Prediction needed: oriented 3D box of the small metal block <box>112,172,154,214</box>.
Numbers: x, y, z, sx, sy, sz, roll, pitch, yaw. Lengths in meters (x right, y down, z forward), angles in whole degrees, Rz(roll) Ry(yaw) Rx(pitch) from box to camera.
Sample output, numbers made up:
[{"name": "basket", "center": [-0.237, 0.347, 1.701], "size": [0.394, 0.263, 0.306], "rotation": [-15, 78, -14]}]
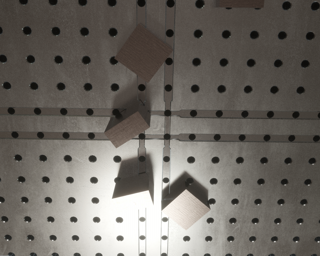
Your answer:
[{"name": "small metal block", "center": [-0.036, 0.090, 0.433], "size": [0.050, 0.050, 0.025], "rotation": [-14, 110, 5]}]

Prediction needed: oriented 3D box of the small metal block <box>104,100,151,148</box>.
[{"name": "small metal block", "center": [-0.040, -0.006, 0.397], "size": [0.050, 0.050, 0.025], "rotation": [-32, 107, 11]}]

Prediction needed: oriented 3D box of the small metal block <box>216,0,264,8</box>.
[{"name": "small metal block", "center": [0.093, -0.164, 0.354], "size": [0.050, 0.025, 0.050], "rotation": [1, 110, -1]}]

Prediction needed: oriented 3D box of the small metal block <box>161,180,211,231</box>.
[{"name": "small metal block", "center": [0.037, 0.114, 0.456], "size": [0.050, 0.025, 0.050], "rotation": [41, 105, -14]}]

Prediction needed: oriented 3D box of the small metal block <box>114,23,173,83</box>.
[{"name": "small metal block", "center": [-0.019, -0.092, 0.379], "size": [0.050, 0.025, 0.050], "rotation": [35, 106, -13]}]
